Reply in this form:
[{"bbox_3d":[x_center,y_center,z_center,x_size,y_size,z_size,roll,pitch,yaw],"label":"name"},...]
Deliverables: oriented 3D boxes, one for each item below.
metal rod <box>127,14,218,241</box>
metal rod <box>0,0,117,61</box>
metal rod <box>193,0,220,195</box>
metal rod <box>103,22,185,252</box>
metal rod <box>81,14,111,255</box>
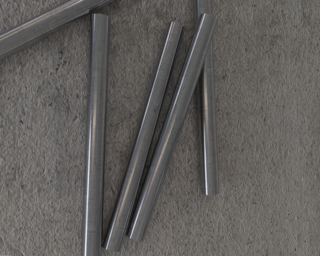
[{"bbox_3d":[0.016,-0.002,0.401,0.025,0.025,0.299,19,89,-19],"label":"metal rod"},{"bbox_3d":[-0.114,-0.133,0.366,0.301,0.025,0.025,-35,102,-17],"label":"metal rod"},{"bbox_3d":[0.064,-0.058,0.432,0.025,0.025,0.298,-3,91,-20],"label":"metal rod"},{"bbox_3d":[-0.019,0.007,0.401,0.025,0.025,0.299,18,84,-19],"label":"metal rod"},{"bbox_3d":[-0.079,0.013,0.379,0.025,0.025,0.298,2,89,-20],"label":"metal rod"}]
